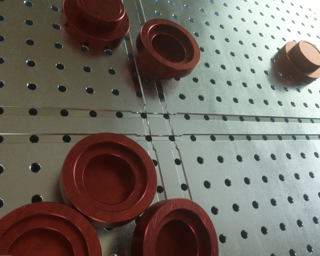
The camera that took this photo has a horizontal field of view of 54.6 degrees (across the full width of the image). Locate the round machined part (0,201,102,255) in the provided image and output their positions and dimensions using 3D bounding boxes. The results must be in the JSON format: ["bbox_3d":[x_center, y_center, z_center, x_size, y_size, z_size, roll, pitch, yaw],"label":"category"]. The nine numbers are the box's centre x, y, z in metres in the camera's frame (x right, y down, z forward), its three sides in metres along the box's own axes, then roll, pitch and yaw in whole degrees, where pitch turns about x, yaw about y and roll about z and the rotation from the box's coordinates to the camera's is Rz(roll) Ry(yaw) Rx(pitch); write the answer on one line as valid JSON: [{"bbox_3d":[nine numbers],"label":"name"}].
[{"bbox_3d":[-0.104,0.118,0.269,0.099,0.042,0.098,13,56,-21],"label":"round machined part"}]

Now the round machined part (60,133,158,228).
[{"bbox_3d":[-0.056,0.057,0.330,0.099,0.042,0.098,13,55,-19],"label":"round machined part"}]

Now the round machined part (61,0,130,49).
[{"bbox_3d":[-0.090,-0.166,0.450,0.099,0.042,0.098,13,56,-21],"label":"round machined part"}]

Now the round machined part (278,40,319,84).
[{"bbox_3d":[0.300,-0.144,0.645,0.099,0.042,0.098,13,56,-21],"label":"round machined part"}]

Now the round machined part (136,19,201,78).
[{"bbox_3d":[0.009,-0.115,0.472,0.099,0.042,0.098,13,56,-21],"label":"round machined part"}]

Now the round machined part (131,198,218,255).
[{"bbox_3d":[0.011,0.123,0.317,0.099,0.042,0.098,15,65,-35],"label":"round machined part"}]
